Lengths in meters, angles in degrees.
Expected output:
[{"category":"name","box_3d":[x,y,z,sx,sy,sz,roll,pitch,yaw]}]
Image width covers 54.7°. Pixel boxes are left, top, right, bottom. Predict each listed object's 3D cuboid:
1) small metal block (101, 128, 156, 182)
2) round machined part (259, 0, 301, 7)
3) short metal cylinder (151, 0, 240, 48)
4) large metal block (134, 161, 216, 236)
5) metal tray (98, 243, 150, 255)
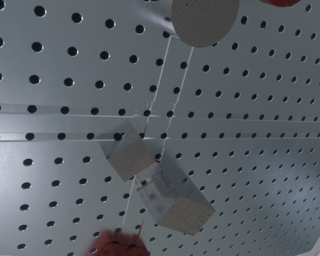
[{"category":"small metal block","box_3d":[-0.041,0.036,0.412,0.050,0.025,0.050,-33,129,-7]},{"category":"round machined part","box_3d":[0.139,-0.194,0.356,0.099,0.042,0.097,-14,124,-21]},{"category":"short metal cylinder","box_3d":[0.037,-0.133,0.333,0.081,0.050,0.079,-14,124,-21]},{"category":"large metal block","box_3d":[0.021,0.102,0.450,0.080,0.080,0.050,31,101,-38]},{"category":"metal tray","box_3d":[-0.083,0.257,0.521,0.090,0.030,0.130,28,103,-38]}]
